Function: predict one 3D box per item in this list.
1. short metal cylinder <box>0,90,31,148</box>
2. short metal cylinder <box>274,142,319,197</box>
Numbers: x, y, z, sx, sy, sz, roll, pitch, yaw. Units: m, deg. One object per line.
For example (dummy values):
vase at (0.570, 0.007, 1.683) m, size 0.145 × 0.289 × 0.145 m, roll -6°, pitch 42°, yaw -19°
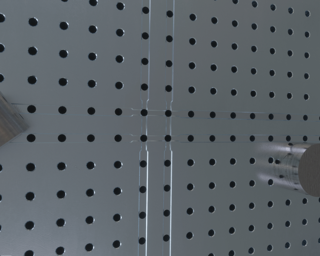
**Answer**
short metal cylinder at (-0.183, 0.003, 0.316) m, size 0.080 × 0.080 × 0.050 m, roll -39°, pitch 103°, yaw -16°
short metal cylinder at (0.228, 0.062, 0.484) m, size 0.081 × 0.050 × 0.079 m, roll 0°, pitch 90°, yaw -20°
